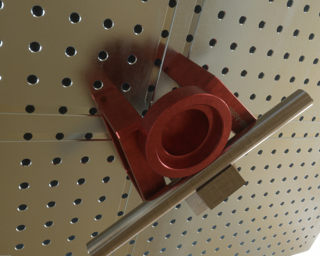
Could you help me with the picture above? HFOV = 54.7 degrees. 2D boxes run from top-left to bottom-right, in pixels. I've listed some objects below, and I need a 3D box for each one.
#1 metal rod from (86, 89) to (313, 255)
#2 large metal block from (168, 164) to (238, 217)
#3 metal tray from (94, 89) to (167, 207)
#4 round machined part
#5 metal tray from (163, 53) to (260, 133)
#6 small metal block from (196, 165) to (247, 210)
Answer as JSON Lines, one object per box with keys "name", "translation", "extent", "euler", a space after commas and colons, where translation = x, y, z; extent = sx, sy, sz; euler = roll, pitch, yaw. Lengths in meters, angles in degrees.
{"name": "metal rod", "translation": [0.049, 0.050, 0.354], "extent": [0.301, 0.025, 0.025], "euler": [-35, 129, -5]}
{"name": "large metal block", "translation": [0.056, 0.063, 0.443], "extent": [0.080, 0.080, 0.050], "euler": [-36, 129, -5]}
{"name": "metal tray", "translation": [-0.031, 0.028, 0.370], "extent": [0.030, 0.090, 0.129], "euler": [-26, 128, -12]}
{"name": "round machined part", "translation": [0.023, 0.001, 0.325], "extent": [0.099, 0.042, 0.097], "euler": [-14, 125, -21]}
{"name": "metal tray", "translation": [0.071, -0.032, 0.389], "extent": [0.030, 0.090, 0.130], "euler": [-49, 129, 7]}
{"name": "small metal block", "translation": [0.070, 0.069, 0.372], "extent": [0.050, 0.050, 0.025], "euler": [-37, 85, -4]}
